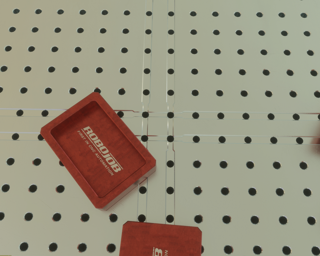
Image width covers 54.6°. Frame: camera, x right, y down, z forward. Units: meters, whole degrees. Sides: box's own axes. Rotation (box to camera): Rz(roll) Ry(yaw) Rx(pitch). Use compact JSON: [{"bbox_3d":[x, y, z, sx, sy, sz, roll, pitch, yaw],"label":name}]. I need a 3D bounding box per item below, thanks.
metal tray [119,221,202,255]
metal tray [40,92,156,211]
[{"bbox_3d":[-0.003,0.175,0.345,0.090,0.030,0.130,5,70,1],"label":"metal tray"},{"bbox_3d":[-0.078,0.028,0.398,0.090,0.030,0.130,-38,74,-13],"label":"metal tray"}]
